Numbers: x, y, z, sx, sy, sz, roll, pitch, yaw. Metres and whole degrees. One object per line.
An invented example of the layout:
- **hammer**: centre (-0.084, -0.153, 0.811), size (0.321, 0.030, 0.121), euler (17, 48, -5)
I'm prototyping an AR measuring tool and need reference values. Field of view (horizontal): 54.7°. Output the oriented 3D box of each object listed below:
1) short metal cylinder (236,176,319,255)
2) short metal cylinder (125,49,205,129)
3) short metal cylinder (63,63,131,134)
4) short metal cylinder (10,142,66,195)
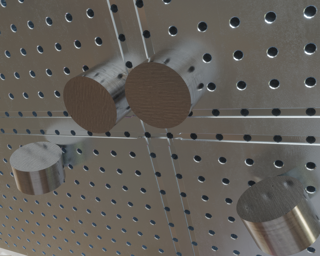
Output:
- **short metal cylinder**: centre (0.139, 0.101, 0.365), size (0.080, 0.080, 0.050), euler (-21, 107, 36)
- **short metal cylinder**: centre (0.007, -0.046, 0.362), size (0.080, 0.050, 0.079), euler (13, 124, 20)
- **short metal cylinder**: centre (-0.079, -0.040, 0.410), size (0.080, 0.050, 0.079), euler (13, 124, 20)
- **short metal cylinder**: centre (-0.204, 0.066, 0.521), size (0.080, 0.080, 0.050), euler (15, 125, 19)
